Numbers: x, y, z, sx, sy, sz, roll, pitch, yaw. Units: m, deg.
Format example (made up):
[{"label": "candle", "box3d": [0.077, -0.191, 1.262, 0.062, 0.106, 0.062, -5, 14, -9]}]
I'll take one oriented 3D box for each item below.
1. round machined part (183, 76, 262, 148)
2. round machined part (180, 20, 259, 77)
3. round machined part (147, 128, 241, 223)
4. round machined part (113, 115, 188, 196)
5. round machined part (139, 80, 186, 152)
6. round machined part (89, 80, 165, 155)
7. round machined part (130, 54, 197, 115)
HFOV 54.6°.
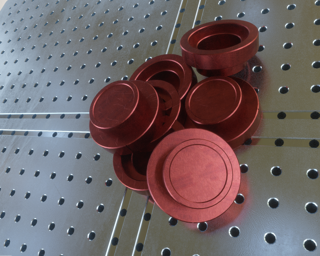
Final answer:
[{"label": "round machined part", "box3d": [0.069, -0.024, 0.376, 0.098, 0.042, 0.098, -13, 56, 21]}, {"label": "round machined part", "box3d": [0.078, -0.101, 0.405, 0.098, 0.042, 0.098, -9, 39, 8]}, {"label": "round machined part", "box3d": [0.036, 0.047, 0.319, 0.099, 0.042, 0.098, 1, 79, -4]}, {"label": "round machined part", "box3d": [-0.004, 0.036, 0.379, 0.098, 0.042, 0.098, -13, 56, 21]}, {"label": "round machined part", "box3d": [-0.011, -0.012, 0.411, 0.098, 0.042, 0.098, -13, 56, 21]}, {"label": "round machined part", "box3d": [-0.047, -0.019, 0.380, 0.098, 0.042, 0.098, -13, 56, 21]}, {"label": "round machined part", "box3d": [0.005, -0.050, 0.426, 0.098, 0.042, 0.098, -13, 56, 21]}]
